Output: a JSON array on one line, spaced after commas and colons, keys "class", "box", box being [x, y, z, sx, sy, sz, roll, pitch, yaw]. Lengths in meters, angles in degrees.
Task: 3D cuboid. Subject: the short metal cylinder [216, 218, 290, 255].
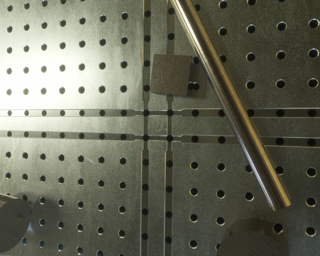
[{"class": "short metal cylinder", "box": [0.109, 0.152, 0.361, 0.080, 0.050, 0.080, 0, 90, 20]}]

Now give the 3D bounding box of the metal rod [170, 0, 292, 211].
[{"class": "metal rod", "box": [0.082, -0.044, 0.383, 0.025, 0.025, 0.299, -27, 81, 18]}]

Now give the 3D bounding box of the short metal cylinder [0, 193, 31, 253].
[{"class": "short metal cylinder", "box": [-0.246, 0.142, 0.470, 0.050, 0.080, 0.079, 9, 93, 20]}]

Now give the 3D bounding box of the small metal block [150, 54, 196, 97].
[{"class": "small metal block", "box": [0.017, -0.069, 0.407, 0.050, 0.025, 0.050, 8, 93, 19]}]
